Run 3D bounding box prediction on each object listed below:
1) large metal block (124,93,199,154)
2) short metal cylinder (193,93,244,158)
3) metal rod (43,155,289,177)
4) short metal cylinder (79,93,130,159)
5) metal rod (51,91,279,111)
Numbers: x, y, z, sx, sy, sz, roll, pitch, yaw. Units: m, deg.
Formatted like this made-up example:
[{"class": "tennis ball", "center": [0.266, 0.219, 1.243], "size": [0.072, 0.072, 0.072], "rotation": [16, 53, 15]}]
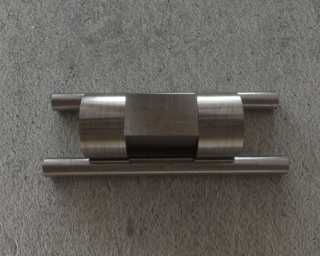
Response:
[{"class": "large metal block", "center": [0.002, -0.002, 0.378], "size": [0.081, 0.080, 0.050], "rotation": [0, 70, 0]}, {"class": "short metal cylinder", "center": [0.068, -0.003, 0.381], "size": [0.050, 0.080, 0.080], "rotation": [-1, 70, 0]}, {"class": "metal rod", "center": [0.008, 0.048, 0.392], "size": [0.302, 0.025, 0.025], "rotation": [0, 70, -1]}, {"class": "short metal cylinder", "center": [-0.064, -0.003, 0.380], "size": [0.050, 0.080, 0.080], "rotation": [-1, 70, 0]}, {"class": "metal rod", "center": [0.007, -0.036, 0.423], "size": [0.302, 0.025, 0.025], "rotation": [0, 70, -1]}]
